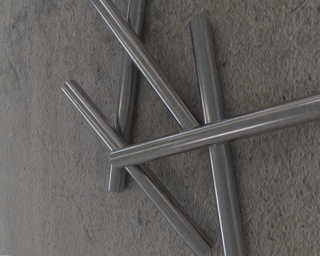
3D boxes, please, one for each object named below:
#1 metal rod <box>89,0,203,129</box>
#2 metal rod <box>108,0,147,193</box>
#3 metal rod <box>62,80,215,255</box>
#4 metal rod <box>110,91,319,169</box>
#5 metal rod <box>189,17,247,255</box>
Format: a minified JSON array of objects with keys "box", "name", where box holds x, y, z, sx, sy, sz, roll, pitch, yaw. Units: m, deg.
[{"box":[-0.036,-0.109,0.406,0.025,0.025,0.299,-44,72,31],"name":"metal rod"},{"box":[-0.046,-0.056,0.443,0.025,0.025,0.298,12,97,39],"name":"metal rod"},{"box":[-0.041,0.041,0.412,0.300,0.025,0.025,48,119,20],"name":"metal rod"},{"box":[0.071,0.002,0.317,0.300,0.025,0.025,-17,79,29],"name":"metal rod"},{"box":[0.066,0.021,0.350,0.025,0.025,0.298,-13,82,39],"name":"metal rod"}]
